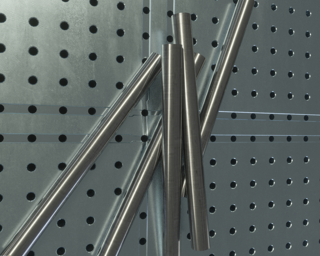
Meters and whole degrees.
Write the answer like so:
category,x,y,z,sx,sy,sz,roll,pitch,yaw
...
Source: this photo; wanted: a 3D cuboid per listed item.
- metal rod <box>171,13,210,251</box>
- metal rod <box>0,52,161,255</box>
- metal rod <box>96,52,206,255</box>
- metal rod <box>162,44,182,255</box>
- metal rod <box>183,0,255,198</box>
category,x,y,z,sx,sy,sz,roll,pitch,yaw
metal rod,0.040,0.006,0.399,0.025,0.025,0.298,-6,92,-20
metal rod,-0.085,0.028,0.381,0.025,0.025,0.300,38,78,-16
metal rod,-0.009,0.036,0.409,0.025,0.025,0.299,27,81,-18
metal rod,0.015,0.048,0.395,0.025,0.025,0.298,-4,100,-20
metal rod,0.078,-0.048,0.440,0.025,0.025,0.299,22,83,-19
